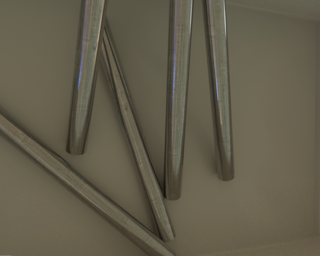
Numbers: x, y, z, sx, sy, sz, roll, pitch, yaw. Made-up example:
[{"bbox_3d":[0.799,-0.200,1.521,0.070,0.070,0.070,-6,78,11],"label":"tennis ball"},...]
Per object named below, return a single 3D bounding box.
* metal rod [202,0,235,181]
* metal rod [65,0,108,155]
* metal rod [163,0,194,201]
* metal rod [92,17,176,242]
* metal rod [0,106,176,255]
[{"bbox_3d":[0.071,-0.058,0.373,0.025,0.025,0.298,-22,122,-19],"label":"metal rod"},{"bbox_3d":[-0.068,-0.102,0.308,0.025,0.025,0.298,4,119,-20],"label":"metal rod"},{"bbox_3d":[0.020,-0.045,0.356,0.025,0.025,0.298,-8,117,-20],"label":"metal rod"},{"bbox_3d":[-0.035,0.005,0.397,0.025,0.025,0.298,-19,97,-19],"label":"metal rod"},{"bbox_3d":[-0.095,0.069,0.367,0.300,0.025,0.025,43,77,-12],"label":"metal rod"}]
